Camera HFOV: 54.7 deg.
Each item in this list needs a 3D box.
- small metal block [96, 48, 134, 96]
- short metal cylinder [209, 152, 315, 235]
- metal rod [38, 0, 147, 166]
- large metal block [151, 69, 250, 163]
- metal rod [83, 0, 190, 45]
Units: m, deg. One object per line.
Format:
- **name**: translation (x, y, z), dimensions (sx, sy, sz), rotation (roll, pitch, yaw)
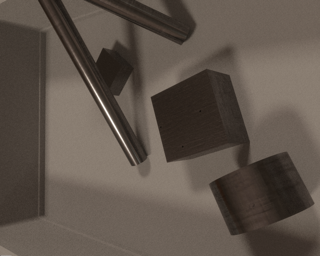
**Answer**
- **small metal block**: translation (-0.073, -0.084, 0.465), dimensions (0.050, 0.025, 0.050), rotation (46, 117, 30)
- **short metal cylinder**: translation (0.094, 0.062, 0.293), dimensions (0.080, 0.081, 0.050), rotation (-34, 69, 34)
- **metal rod**: translation (-0.096, -0.083, 0.398), dimensions (0.025, 0.025, 0.299), rotation (-17, 107, 38)
- **large metal block**: translation (0.044, -0.011, 0.353), dimensions (0.080, 0.050, 0.080), rotation (-23, 76, 37)
- **metal rod**: translation (-0.106, -0.169, 0.354), dimensions (0.025, 0.302, 0.025), rotation (-157, 88, -78)
